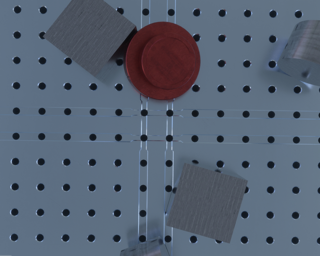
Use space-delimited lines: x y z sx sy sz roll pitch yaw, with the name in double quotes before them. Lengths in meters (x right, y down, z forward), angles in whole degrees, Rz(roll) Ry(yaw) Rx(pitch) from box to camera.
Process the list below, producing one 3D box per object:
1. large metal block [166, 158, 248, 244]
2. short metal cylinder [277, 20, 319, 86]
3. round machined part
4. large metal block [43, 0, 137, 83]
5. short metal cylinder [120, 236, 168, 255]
"large metal block" 0.057 0.091 0.401 0.080 0.050 0.080 16 90 0
"short metal cylinder" 0.197 -0.091 0.387 0.080 0.080 0.050 25 90 0
"round machined part" 0.006 -0.083 0.390 0.099 0.042 0.097 -3 101 -16
"large metal block" -0.085 -0.117 0.400 0.080 0.050 0.080 38 90 0
"short metal cylinder" -0.011 0.183 0.386 0.050 0.080 0.080 -21 90 0
